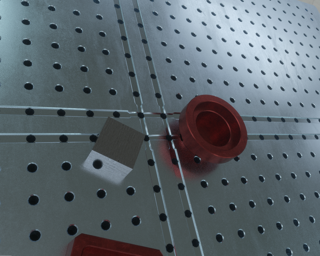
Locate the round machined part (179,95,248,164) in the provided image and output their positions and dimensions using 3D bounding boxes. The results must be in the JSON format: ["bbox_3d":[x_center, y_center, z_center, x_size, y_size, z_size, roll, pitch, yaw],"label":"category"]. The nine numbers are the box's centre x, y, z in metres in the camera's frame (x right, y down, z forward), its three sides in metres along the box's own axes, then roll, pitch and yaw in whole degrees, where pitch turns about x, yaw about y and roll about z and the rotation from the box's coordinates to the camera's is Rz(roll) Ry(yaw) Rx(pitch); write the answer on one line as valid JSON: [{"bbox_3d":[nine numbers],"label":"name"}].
[{"bbox_3d":[0.069,0.005,0.434,0.099,0.042,0.098,14,56,-21],"label":"round machined part"}]

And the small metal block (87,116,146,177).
[{"bbox_3d":[-0.051,0.022,0.368,0.050,0.025,0.050,27,52,-12],"label":"small metal block"}]

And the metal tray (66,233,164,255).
[{"bbox_3d":[-0.049,0.170,0.275,0.091,0.030,0.130,19,54,-17],"label":"metal tray"}]
